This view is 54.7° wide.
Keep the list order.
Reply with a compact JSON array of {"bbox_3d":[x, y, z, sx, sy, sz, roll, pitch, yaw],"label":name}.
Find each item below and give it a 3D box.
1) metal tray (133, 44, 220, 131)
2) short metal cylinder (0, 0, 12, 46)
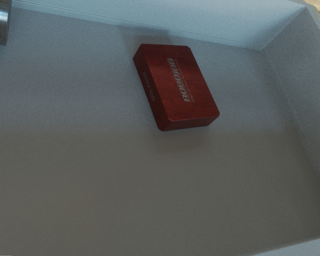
[{"bbox_3d":[0.023,-0.063,0.455,0.091,0.030,0.130,-7,65,-31],"label":"metal tray"},{"bbox_3d":[-0.197,-0.138,0.349,0.050,0.080,0.080,6,59,-26],"label":"short metal cylinder"}]
